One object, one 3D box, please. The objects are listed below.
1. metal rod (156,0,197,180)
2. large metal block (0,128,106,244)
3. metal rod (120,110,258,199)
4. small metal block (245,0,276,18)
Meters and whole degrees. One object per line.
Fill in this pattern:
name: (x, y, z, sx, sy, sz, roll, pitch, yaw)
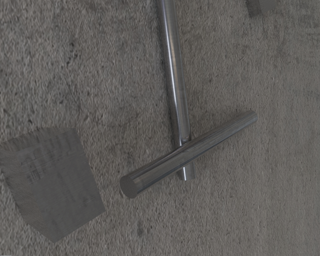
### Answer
metal rod: (0.020, -0.077, 0.420, 0.025, 0.025, 0.298, -13, 98, -39)
large metal block: (-0.103, 0.046, 0.283, 0.050, 0.080, 0.080, -27, 107, -37)
metal rod: (0.063, 0.021, 0.426, 0.302, 0.025, 0.025, -23, 105, -47)
small metal block: (0.178, -0.231, 0.553, 0.050, 0.025, 0.050, -34, 111, -35)
